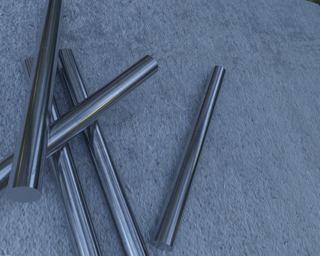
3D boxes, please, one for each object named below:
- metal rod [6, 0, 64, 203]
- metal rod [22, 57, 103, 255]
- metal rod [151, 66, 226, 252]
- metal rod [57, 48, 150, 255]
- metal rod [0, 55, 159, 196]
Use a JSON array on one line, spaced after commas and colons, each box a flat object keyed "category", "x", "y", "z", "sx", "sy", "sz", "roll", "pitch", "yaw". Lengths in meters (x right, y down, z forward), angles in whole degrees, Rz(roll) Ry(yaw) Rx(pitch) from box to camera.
[{"category": "metal rod", "x": -0.125, "y": -0.061, "z": 0.335, "sx": 0.025, "sy": 0.025, "sz": 0.300, "roll": 10, "pitch": 46, "yaw": -23}, {"category": "metal rod", "x": -0.096, "y": 0.053, "z": 0.319, "sx": 0.025, "sy": 0.025, "sz": 0.299, "roll": -10, "pitch": 67, "yaw": -32}, {"category": "metal rod", "x": 0.049, "y": 0.016, "z": 0.420, "sx": 0.025, "sy": 0.025, "sz": 0.300, "roll": 30, "pitch": 52, "yaw": -9}, {"category": "metal rod", "x": -0.065, "y": 0.036, "z": 0.346, "sx": 0.025, "sy": 0.025, "sz": 0.299, "roll": -11, "pitch": 67, "yaw": -33}, {"category": "metal rod", "x": -0.108, "y": 0.011, "z": 0.307, "sx": 0.025, "sy": 0.025, "sz": 0.301, "roll": 45, "pitch": 61, "yaw": 3}]
